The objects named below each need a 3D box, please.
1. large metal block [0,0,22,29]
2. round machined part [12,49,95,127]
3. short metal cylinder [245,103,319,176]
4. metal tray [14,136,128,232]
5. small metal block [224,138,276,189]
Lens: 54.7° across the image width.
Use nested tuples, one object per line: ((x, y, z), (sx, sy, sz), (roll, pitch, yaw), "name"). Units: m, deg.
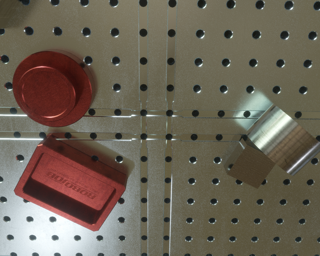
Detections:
((-0.197, -0.166, 0.337), (0.080, 0.050, 0.080), (38, 106, -13), "large metal block")
((-0.134, -0.046, 0.386), (0.099, 0.042, 0.097), (0, 110, 0), "round machined part")
((0.156, 0.014, 0.390), (0.080, 0.080, 0.050), (37, 106, -13), "short metal cylinder")
((-0.124, 0.081, 0.439), (0.131, 0.030, 0.090), (30, 107, -11), "metal tray")
((0.126, 0.049, 0.433), (0.050, 0.025, 0.050), (26, 108, -10), "small metal block")
